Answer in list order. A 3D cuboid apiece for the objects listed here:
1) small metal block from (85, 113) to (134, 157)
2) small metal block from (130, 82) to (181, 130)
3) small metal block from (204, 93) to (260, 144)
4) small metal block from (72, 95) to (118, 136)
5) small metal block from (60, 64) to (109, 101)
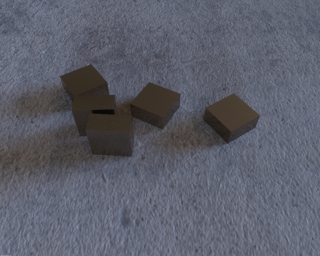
[{"bbox_3d":[-0.059,0.009,0.378,0.050,0.050,0.025,3,50,2],"label":"small metal block"},{"bbox_3d":[-0.006,-0.032,0.430,0.050,0.025,0.050,23,54,18],"label":"small metal block"},{"bbox_3d":[0.095,-0.014,0.416,0.050,0.025,0.050,-27,55,-21],"label":"small metal block"},{"bbox_3d":[-0.081,-0.015,0.399,0.050,0.050,0.025,-2,50,-2],"label":"small metal block"},{"bbox_3d":[-0.110,-0.062,0.454,0.050,0.025,0.050,-28,56,-22],"label":"small metal block"}]
